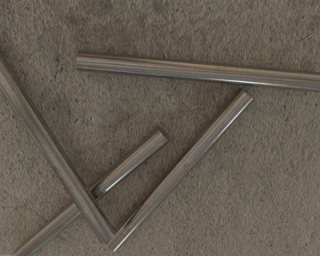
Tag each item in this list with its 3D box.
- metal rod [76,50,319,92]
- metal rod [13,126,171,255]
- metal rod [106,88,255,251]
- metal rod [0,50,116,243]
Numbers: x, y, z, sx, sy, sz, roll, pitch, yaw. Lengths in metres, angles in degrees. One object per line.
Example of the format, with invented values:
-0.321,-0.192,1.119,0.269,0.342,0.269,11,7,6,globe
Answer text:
0.051,-0.070,0.384,0.302,0.025,0.025,5,110,-2,metal rod
-0.105,0.102,0.446,0.300,0.025,0.025,-41,105,13,metal rod
0.019,0.067,0.434,0.025,0.025,0.299,36,106,-12,metal rod
-0.143,0.023,0.400,0.025,0.025,0.299,-27,102,9,metal rod
